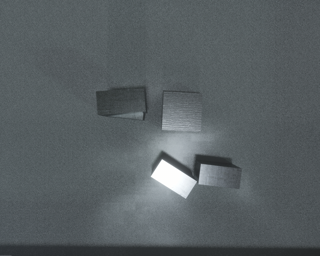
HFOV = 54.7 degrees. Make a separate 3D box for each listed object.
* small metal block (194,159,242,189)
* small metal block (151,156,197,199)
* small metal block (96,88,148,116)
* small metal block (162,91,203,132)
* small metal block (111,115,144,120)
[{"bbox_3d":[0.073,0.059,0.400,0.050,0.050,0.025,7,90,-1],"label":"small metal block"},{"bbox_3d":[0.017,0.062,0.399,0.050,0.050,0.025,33,90,-1],"label":"small metal block"},{"bbox_3d":[-0.041,-0.028,0.348,0.050,0.050,0.025,-4,90,0],"label":"small metal block"},{"bbox_3d":[0.029,-0.021,0.412,0.050,0.025,0.050,3,90,-1],"label":"small metal block"},{"bbox_3d":[-0.045,-0.025,0.398,0.050,0.050,0.025,6,90,-1],"label":"small metal block"}]
